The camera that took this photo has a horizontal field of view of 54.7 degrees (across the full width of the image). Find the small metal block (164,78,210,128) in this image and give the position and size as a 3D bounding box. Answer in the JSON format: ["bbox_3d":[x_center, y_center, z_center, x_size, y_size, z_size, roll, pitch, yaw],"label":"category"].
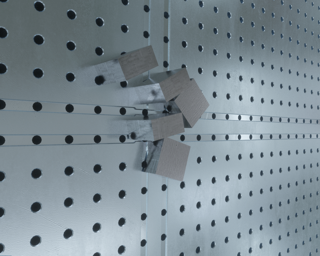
[{"bbox_3d":[0.038,-0.035,0.443,0.050,0.025,0.050,-51,120,-28],"label":"small metal block"}]

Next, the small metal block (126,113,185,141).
[{"bbox_3d":[-0.006,-0.002,0.390,0.050,0.050,0.025,-15,100,-39],"label":"small metal block"}]

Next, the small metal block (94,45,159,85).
[{"bbox_3d":[-0.039,-0.073,0.361,0.050,0.050,0.025,-33,111,-35],"label":"small metal block"}]

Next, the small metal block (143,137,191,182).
[{"bbox_3d":[0.010,0.042,0.420,0.050,0.025,0.050,23,76,-38],"label":"small metal block"}]

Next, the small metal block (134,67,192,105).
[{"bbox_3d":[0.004,-0.054,0.398,0.050,0.050,0.025,-36,112,-35],"label":"small metal block"}]
